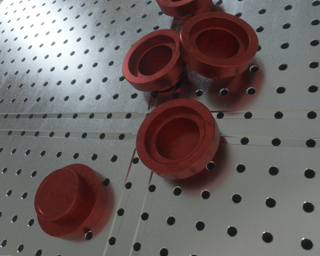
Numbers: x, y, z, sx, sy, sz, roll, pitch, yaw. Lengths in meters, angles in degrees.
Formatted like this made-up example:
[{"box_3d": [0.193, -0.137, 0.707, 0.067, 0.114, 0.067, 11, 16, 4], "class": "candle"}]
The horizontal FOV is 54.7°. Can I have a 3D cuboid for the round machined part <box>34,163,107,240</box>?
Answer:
[{"box_3d": [-0.122, 0.091, 0.404, 0.098, 0.042, 0.098, -13, 56, 20], "class": "round machined part"}]

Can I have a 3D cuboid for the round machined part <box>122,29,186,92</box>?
[{"box_3d": [-0.003, -0.093, 0.452, 0.098, 0.042, 0.098, -15, 54, 23], "class": "round machined part"}]

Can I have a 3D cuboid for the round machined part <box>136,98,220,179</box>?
[{"box_3d": [0.024, 0.016, 0.374, 0.098, 0.042, 0.098, -13, 56, 20], "class": "round machined part"}]

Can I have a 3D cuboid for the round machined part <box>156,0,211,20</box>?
[{"box_3d": [0.045, -0.217, 0.506, 0.098, 0.042, 0.098, -13, 56, 20], "class": "round machined part"}]

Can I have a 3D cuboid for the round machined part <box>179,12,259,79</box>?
[{"box_3d": [0.074, -0.103, 0.405, 0.099, 0.042, 0.098, 2, 59, -2], "class": "round machined part"}]
